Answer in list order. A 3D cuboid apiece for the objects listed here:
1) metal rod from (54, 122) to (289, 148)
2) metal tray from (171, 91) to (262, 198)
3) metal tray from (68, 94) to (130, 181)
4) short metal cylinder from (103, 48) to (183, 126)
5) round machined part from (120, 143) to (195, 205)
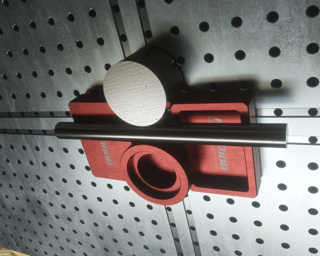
[{"bbox_3d":[-0.008,0.006,0.374,0.300,0.025,0.025,1,119,27],"label":"metal rod"},{"bbox_3d":[0.071,0.022,0.379,0.090,0.030,0.129,1,119,27],"label":"metal tray"},{"bbox_3d":[-0.071,0.015,0.448,0.090,0.030,0.129,3,120,27],"label":"metal tray"},{"bbox_3d":[-0.019,-0.049,0.370,0.080,0.050,0.079,13,124,21],"label":"short metal cylinder"},{"bbox_3d":[0.000,0.053,0.416,0.098,0.042,0.097,13,124,21],"label":"round machined part"}]
